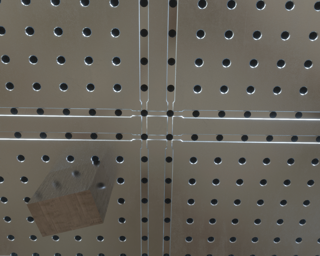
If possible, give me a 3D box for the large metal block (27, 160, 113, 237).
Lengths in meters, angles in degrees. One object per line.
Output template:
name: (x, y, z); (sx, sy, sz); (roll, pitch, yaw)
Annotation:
large metal block: (-0.116, 0.091, 0.417); (0.080, 0.080, 0.050); (-14, 110, 5)
